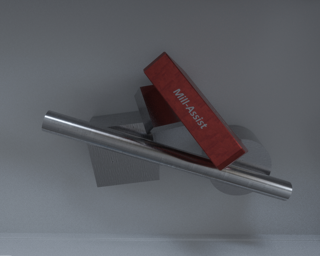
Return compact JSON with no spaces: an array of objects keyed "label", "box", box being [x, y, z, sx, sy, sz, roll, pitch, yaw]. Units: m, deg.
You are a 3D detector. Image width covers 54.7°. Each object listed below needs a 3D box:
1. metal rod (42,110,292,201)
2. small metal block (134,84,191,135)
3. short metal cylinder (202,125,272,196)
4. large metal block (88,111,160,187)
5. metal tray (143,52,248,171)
[{"label":"metal rod","box":[0.014,0.035,0.369,0.302,0.025,0.025,17,109,-7]},{"label":"small metal block","box":[0.003,-0.024,0.365,0.050,0.025,0.050,-13,76,-24]},{"label":"short metal cylinder","box":[0.100,0.042,0.413,0.081,0.050,0.079,0,110,-1]},{"label":"large metal block","box":[-0.046,0.026,0.406,0.080,0.050,0.079,-7,110,2]},{"label":"metal tray","box":[0.043,-0.017,0.343,0.030,0.090,0.130,-39,76,12]}]
